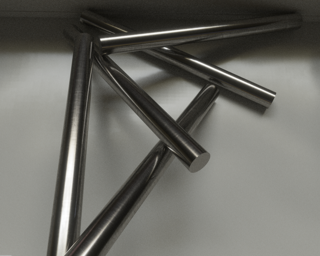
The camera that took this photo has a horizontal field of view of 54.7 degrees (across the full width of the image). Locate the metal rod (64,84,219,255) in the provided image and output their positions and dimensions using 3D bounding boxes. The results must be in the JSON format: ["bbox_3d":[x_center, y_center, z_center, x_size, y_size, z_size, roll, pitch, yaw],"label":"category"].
[{"bbox_3d":[0.001,0.030,0.324,0.025,0.025,0.301,30,44,10],"label":"metal rod"}]

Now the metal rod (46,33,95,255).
[{"bbox_3d":[-0.086,0.012,0.313,0.025,0.025,0.299,-3,56,-2],"label":"metal rod"}]

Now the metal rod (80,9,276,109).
[{"bbox_3d":[0.020,-0.103,0.447,0.301,0.025,0.025,26,72,8],"label":"metal rod"}]

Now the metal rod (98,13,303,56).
[{"bbox_3d":[0.067,-0.133,0.429,0.302,0.025,0.025,-12,70,-17],"label":"metal rod"}]

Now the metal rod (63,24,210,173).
[{"bbox_3d":[-0.048,-0.055,0.375,0.025,0.025,0.300,-35,54,-12],"label":"metal rod"}]
